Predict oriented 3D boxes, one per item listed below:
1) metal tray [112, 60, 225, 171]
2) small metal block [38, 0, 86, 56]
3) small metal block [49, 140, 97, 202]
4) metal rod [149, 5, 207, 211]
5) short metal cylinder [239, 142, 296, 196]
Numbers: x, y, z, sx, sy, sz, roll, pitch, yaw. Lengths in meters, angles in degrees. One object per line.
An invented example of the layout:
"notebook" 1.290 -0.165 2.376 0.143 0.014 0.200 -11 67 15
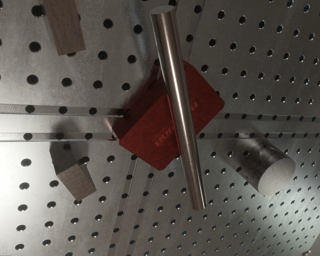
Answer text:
"metal tray" 0.013 -0.014 0.408 0.130 0.030 0.090 -47 130 4
"small metal block" -0.092 -0.100 0.284 0.025 0.050 0.050 -19 126 -18
"small metal block" -0.104 0.051 0.371 0.025 0.050 0.050 -30 129 -9
"metal rod" 0.031 0.001 0.390 0.025 0.025 0.298 -24 128 -14
"short metal cylinder" 0.189 0.072 0.546 0.081 0.050 0.079 -14 125 -21
